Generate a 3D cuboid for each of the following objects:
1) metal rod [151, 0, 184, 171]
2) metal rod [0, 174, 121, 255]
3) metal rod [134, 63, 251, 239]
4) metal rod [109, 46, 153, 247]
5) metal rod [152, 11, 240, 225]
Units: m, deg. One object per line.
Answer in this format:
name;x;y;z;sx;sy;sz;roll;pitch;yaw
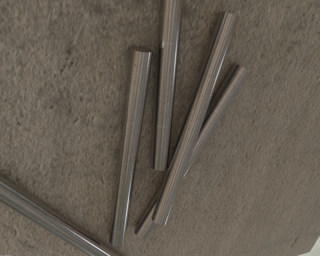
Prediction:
metal rod;0.008;-0.075;0.366;0.025;0.025;0.298;-10;123;-23
metal rod;-0.124;0.147;0.430;0.025;0.025;0.300;-38;130;-3
metal rod;0.041;0.043;0.457;0.025;0.025;0.298;18;109;-36
metal rod;-0.043;0.043;0.411;0.025;0.025;0.298;-5;121;-27
metal rod;0.041;0.000;0.414;0.025;0.025;0.298;6;110;-32
